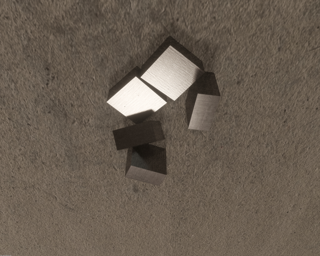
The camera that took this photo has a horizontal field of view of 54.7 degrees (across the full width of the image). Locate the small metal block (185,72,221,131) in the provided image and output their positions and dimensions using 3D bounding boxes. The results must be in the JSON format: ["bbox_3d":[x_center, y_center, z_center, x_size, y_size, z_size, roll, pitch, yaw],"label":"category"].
[{"bbox_3d":[0.049,-0.033,0.364,0.025,0.050,0.050,6,130,-6],"label":"small metal block"}]

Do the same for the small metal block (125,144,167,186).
[{"bbox_3d":[-0.019,0.048,0.431,0.050,0.050,0.025,17,128,-15],"label":"small metal block"}]

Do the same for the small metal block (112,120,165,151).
[{"bbox_3d":[-0.026,0.009,0.396,0.050,0.050,0.025,-15,86,12],"label":"small metal block"}]

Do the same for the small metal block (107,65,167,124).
[{"bbox_3d":[-0.027,-0.038,0.374,0.050,0.025,0.050,-36,122,26],"label":"small metal block"}]

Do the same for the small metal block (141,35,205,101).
[{"bbox_3d":[0.014,-0.067,0.351,0.050,0.025,0.050,32,123,-25],"label":"small metal block"}]
